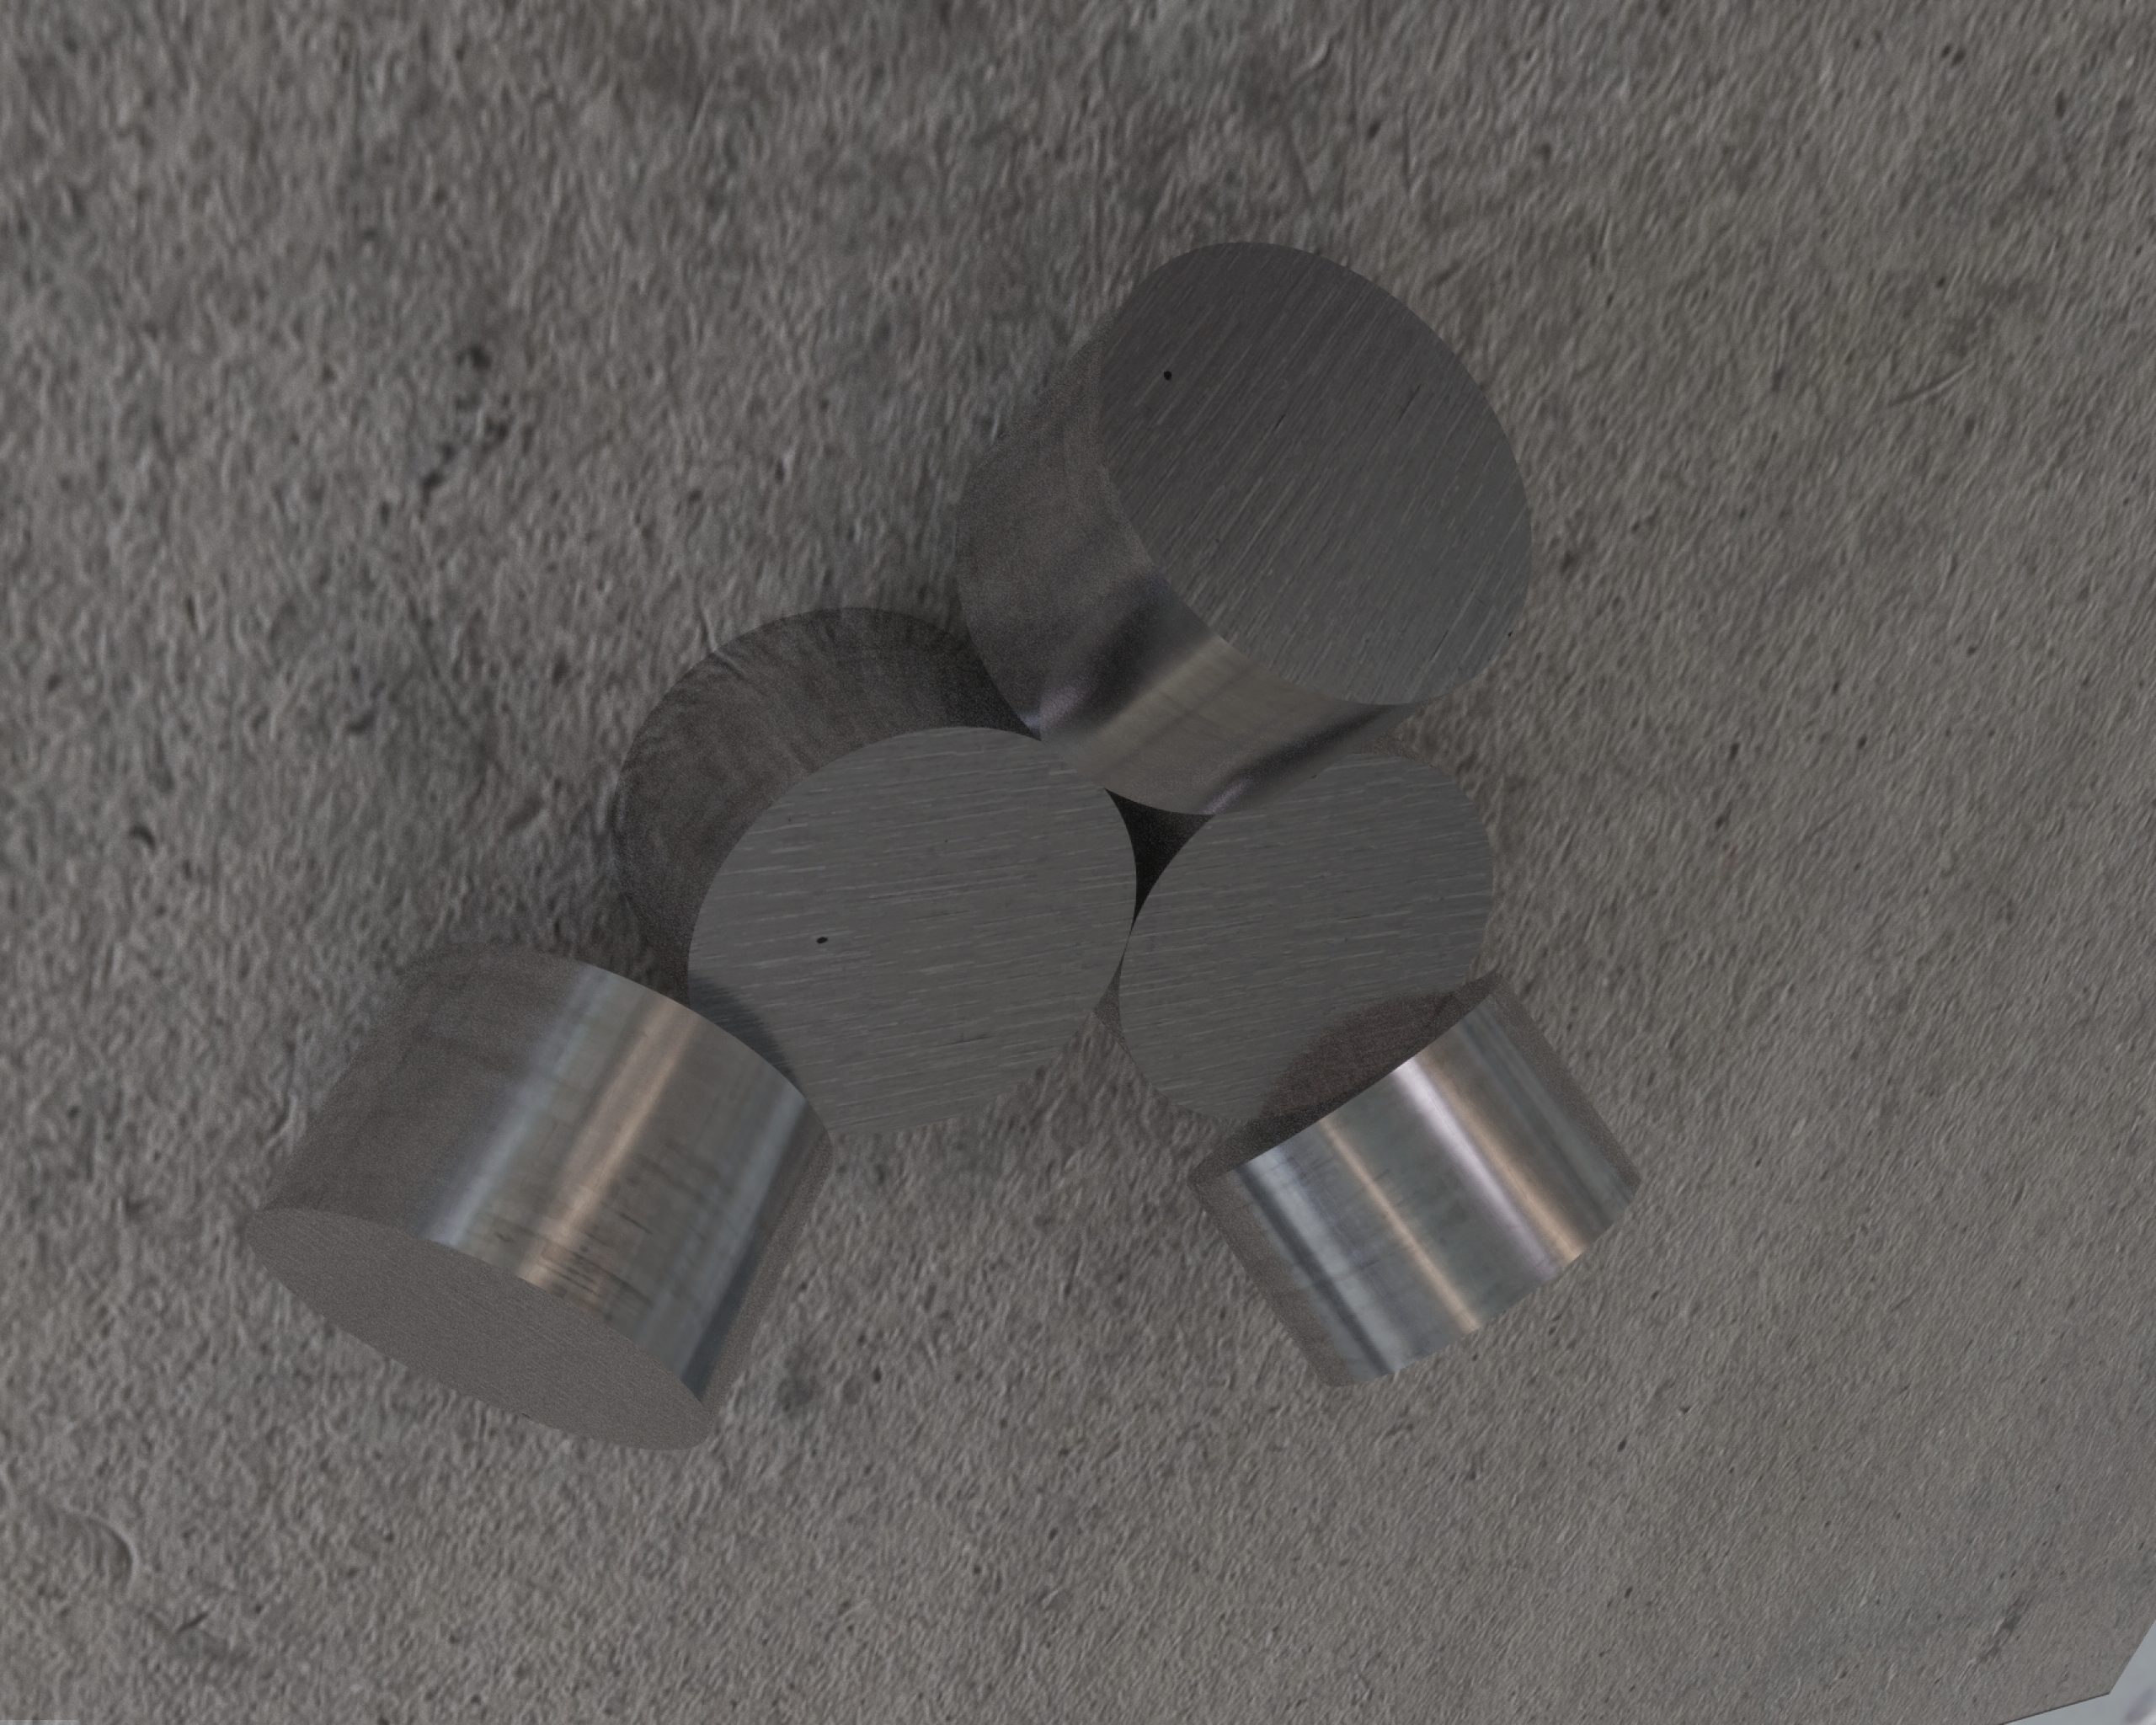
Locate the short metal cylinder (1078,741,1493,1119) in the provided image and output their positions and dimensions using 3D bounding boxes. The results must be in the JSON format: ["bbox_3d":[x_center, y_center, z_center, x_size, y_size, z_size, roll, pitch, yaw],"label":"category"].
[{"bbox_3d":[0.034,0.003,0.411,0.081,0.050,0.079,-14,124,-21],"label":"short metal cylinder"}]

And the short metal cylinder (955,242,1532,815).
[{"bbox_3d":[0.027,-0.054,0.344,0.081,0.080,0.050,2,161,-29],"label":"short metal cylinder"}]

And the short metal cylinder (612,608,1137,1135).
[{"bbox_3d":[-0.037,0.001,0.371,0.081,0.050,0.079,-14,124,-21],"label":"short metal cylinder"}]

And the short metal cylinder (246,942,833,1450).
[{"bbox_3d":[-0.088,0.057,0.350,0.080,0.080,0.050,54,46,-39],"label":"short metal cylinder"}]

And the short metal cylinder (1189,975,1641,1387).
[{"bbox_3d":[0.070,0.066,0.442,0.080,0.080,0.050,-34,87,-6],"label":"short metal cylinder"}]
